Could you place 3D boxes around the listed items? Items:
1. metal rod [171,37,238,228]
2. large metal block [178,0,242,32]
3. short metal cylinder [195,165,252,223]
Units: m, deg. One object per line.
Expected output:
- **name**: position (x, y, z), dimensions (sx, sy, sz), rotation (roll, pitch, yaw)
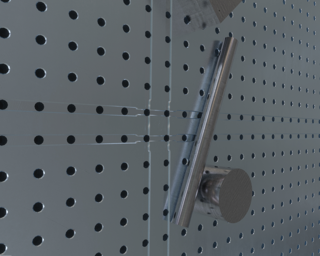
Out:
- **metal rod**: position (0.072, -0.003, 0.468), dimensions (0.025, 0.025, 0.299), rotation (28, 72, -37)
- **large metal block**: position (0.070, -0.202, 0.451), dimensions (0.080, 0.050, 0.080), rotation (-50, 120, -28)
- **short metal cylinder**: position (0.096, 0.099, 0.474), dimensions (0.081, 0.050, 0.080), rotation (0, 90, -40)
